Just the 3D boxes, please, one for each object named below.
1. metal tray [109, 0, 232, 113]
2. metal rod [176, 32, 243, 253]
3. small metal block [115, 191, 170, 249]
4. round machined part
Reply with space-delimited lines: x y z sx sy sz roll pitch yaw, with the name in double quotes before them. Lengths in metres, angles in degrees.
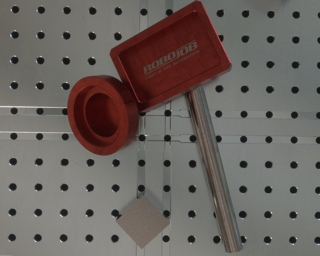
"metal tray" 0.013 -0.086 0.390 0.130 0.030 0.090 -25 87 16
"metal rod" 0.063 0.017 0.414 0.025 0.025 0.298 -14 90 0
"small metal block" -0.022 0.122 0.413 0.050 0.025 0.050 -43 91 0
"round machined part" -0.066 -0.018 0.389 0.098 0.042 0.097 9 107 31
